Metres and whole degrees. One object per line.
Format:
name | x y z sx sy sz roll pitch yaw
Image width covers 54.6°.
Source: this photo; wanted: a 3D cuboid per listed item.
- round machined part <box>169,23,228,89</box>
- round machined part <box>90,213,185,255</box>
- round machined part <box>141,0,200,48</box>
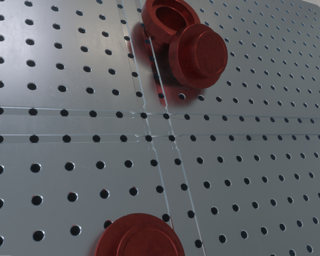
round machined part | 0.065 -0.109 0.469 0.099 0.042 0.097 -2 94 -36
round machined part | -0.017 0.133 0.307 0.099 0.042 0.098 14 56 -21
round machined part | 0.014 -0.171 0.509 0.099 0.042 0.098 14 56 -21
